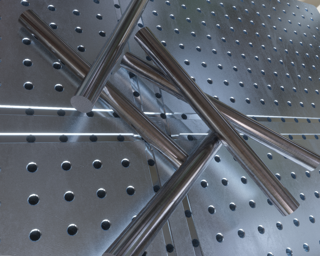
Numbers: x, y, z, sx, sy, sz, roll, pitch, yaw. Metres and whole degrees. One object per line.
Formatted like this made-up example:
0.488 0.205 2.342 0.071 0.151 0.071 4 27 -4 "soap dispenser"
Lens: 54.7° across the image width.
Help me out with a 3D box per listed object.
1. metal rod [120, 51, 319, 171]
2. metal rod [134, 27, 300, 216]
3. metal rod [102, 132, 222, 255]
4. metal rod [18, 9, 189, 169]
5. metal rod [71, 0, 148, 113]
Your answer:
0.081 -0.025 0.433 0.301 0.025 0.025 29 51 4 "metal rod"
0.067 -0.015 0.402 0.025 0.025 0.300 -31 78 -38 "metal rod"
0.037 0.048 0.360 0.025 0.025 0.302 46 38 3 "metal rod"
-0.064 -0.042 0.400 0.300 0.025 0.025 43 51 1 "metal rod"
-0.056 -0.131 0.438 0.025 0.025 0.300 27 46 -12 "metal rod"
